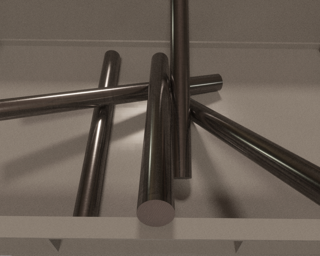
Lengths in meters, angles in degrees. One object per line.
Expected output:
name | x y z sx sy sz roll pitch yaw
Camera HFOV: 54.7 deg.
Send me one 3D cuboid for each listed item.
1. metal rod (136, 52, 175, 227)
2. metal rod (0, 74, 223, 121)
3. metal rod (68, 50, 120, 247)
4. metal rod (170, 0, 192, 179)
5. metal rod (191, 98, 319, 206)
metal rod | -0.001 -0.022 0.330 0.025 0.025 0.300 1 31 0
metal rod | -0.052 -0.044 0.412 0.303 0.025 0.025 -10 50 -20
metal rod | -0.078 -0.001 0.404 0.025 0.025 0.300 1 50 0
metal rod | 0.026 -0.085 0.400 0.025 0.025 0.299 1 74 0
metal rod | 0.086 0.014 0.309 0.025 0.025 0.300 -20 26 -16
